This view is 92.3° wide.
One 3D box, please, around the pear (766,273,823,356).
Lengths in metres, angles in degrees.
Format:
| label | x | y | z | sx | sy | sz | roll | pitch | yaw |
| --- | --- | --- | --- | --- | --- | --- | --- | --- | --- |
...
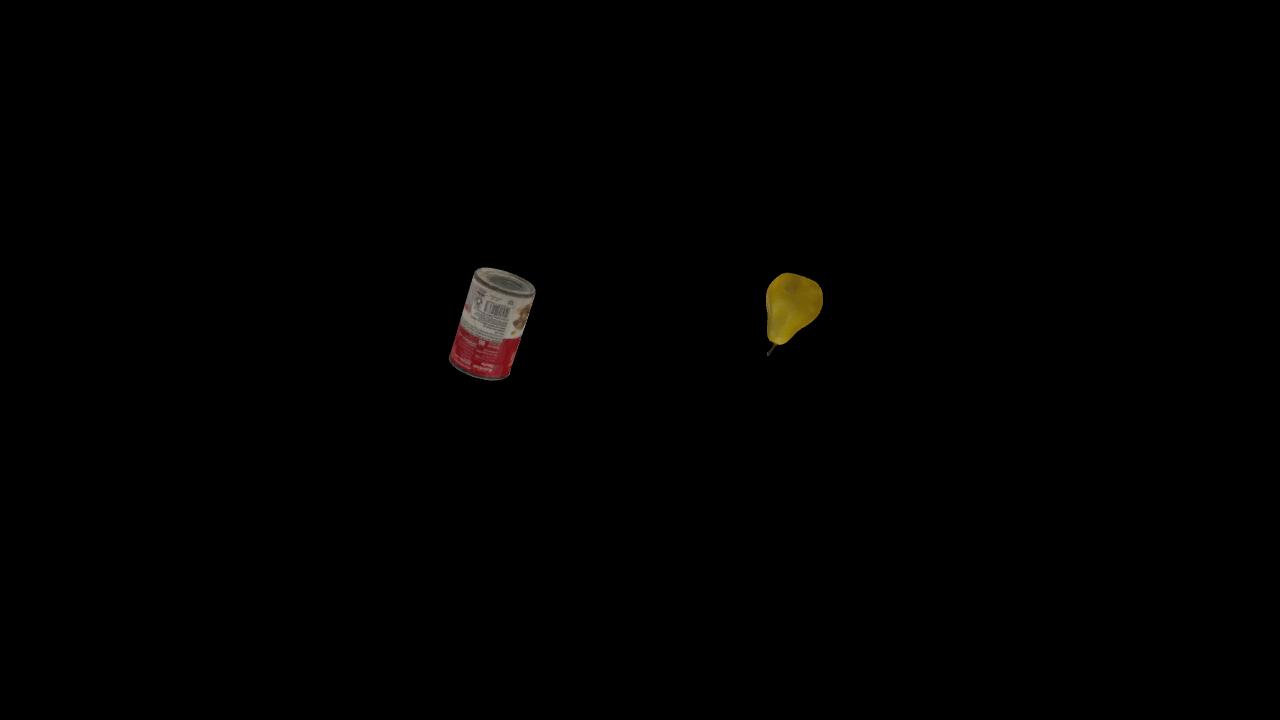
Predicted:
| label | x | y | z | sx | sy | sz | roll | pitch | yaw |
| --- | --- | --- | --- | --- | --- | --- | --- | --- | --- |
| pear | 0.194 | -0.057 | 0.809 | 0.080 | 0.111 | 0.080 | 19 | 12 | -4 |

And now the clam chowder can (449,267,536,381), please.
| label | x | y | z | sx | sy | sz | roll | pitch | yaw |
| --- | --- | --- | --- | --- | --- | --- | --- | --- | --- |
| clam chowder can | -0.157 | -0.039 | 0.654 | 0.068 | 0.102 | 0.068 | 19 | 20 | -7 |
